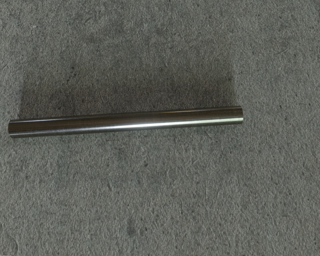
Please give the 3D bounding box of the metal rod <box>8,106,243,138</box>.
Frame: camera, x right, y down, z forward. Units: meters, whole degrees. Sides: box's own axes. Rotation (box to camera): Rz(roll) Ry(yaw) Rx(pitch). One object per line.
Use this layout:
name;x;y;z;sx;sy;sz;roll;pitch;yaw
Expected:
metal rod;-0.043;-0.008;0.410;0.302;0.025;0.025;-4;70;-2
